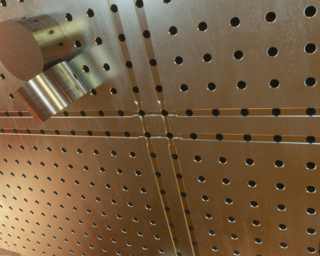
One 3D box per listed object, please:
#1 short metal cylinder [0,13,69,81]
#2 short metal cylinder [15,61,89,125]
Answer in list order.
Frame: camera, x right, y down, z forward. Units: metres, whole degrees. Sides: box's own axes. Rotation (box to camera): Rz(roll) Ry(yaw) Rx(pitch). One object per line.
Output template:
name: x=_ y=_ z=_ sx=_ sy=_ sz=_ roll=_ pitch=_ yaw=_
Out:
short metal cylinder: x=-0.171 y=-0.109 z=0.416 sx=0.080 sy=0.050 sz=0.079 roll=13 pitch=124 yaw=20
short metal cylinder: x=-0.145 y=-0.048 z=0.421 sx=0.080 sy=0.080 sz=0.050 roll=-25 pitch=105 yaw=36
